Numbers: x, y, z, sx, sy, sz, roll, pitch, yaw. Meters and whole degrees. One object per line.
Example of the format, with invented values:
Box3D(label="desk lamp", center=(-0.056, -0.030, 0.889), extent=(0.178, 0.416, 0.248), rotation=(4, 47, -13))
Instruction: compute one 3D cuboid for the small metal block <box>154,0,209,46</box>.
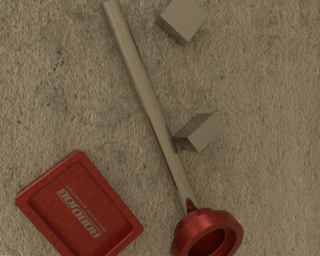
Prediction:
Box3D(label="small metal block", center=(0.029, -0.149, 0.421), extent=(0.050, 0.025, 0.050), rotation=(39, 77, -16))

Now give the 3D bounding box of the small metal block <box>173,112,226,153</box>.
Box3D(label="small metal block", center=(0.051, 0.005, 0.416), extent=(0.050, 0.050, 0.025), rotation=(-42, 104, -15))

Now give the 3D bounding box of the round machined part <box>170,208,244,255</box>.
Box3D(label="round machined part", center=(0.057, 0.145, 0.408), extent=(0.099, 0.042, 0.097), rotation=(-13, 125, -20))

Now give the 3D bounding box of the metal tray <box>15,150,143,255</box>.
Box3D(label="metal tray", center=(-0.094, 0.102, 0.372), extent=(0.090, 0.030, 0.130), rotation=(-39, 103, -16))

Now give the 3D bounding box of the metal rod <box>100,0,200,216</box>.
Box3D(label="metal rod", center=(-0.008, -0.018, 0.406), extent=(0.025, 0.025, 0.298), rotation=(-24, 98, -19))
